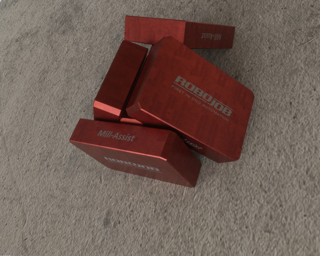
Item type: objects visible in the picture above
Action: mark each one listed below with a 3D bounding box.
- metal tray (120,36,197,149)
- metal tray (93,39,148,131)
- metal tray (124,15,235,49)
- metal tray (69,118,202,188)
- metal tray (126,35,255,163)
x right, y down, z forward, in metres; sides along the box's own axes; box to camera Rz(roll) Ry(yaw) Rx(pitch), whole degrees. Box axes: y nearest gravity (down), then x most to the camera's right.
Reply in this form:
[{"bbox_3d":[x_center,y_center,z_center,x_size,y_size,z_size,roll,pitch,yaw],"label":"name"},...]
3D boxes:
[{"bbox_3d":[0.008,-0.041,0.383,0.030,0.090,0.130,7,65,31],"label":"metal tray"},{"bbox_3d":[-0.052,-0.037,0.391,0.030,0.130,0.090,21,69,-3],"label":"metal tray"},{"bbox_3d":[0.029,-0.125,0.406,0.090,0.131,0.030,19,113,35],"label":"metal tray"},{"bbox_3d":[-0.028,0.029,0.358,0.130,0.090,0.030,7,66,31],"label":"metal tray"},{"bbox_3d":[0.039,-0.028,0.337,0.030,0.131,0.090,-20,46,59],"label":"metal tray"}]
